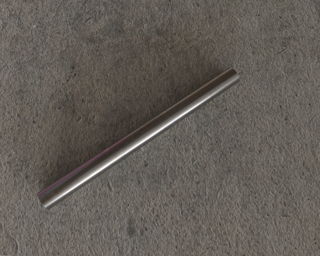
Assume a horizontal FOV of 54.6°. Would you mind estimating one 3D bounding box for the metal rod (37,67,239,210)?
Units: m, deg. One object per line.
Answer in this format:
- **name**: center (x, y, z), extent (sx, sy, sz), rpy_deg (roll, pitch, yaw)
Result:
- **metal rod**: center (-0.019, 0.007, 0.407), extent (0.301, 0.025, 0.025), rpy_deg (-34, 74, -12)
